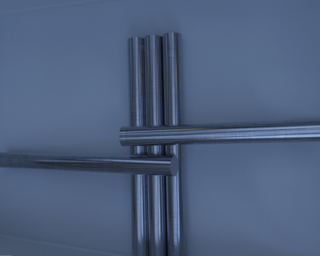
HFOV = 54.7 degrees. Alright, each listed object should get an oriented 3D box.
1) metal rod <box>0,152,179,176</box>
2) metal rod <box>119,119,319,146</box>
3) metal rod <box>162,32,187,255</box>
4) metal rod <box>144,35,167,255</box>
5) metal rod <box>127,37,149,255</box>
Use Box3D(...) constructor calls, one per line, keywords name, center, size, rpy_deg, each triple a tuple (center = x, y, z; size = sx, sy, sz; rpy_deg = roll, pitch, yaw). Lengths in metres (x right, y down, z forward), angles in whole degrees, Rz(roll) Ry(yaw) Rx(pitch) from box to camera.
Box3D(name="metal rod", center=(-0.119, 0.048, 0.432), size=(0.301, 0.025, 0.025), rpy_deg=(-1, 90, 25))
Box3D(name="metal rod", center=(0.100, 0.005, 0.355), size=(0.301, 0.025, 0.025), rpy_deg=(-2, 89, 13))
Box3D(name="metal rod", center=(0.019, 0.028, 0.402), size=(0.025, 0.025, 0.298), rpy_deg=(-2, 89, 19))
Box3D(name="metal rod", center=(-0.005, 0.029, 0.410), size=(0.025, 0.025, 0.298), rpy_deg=(-2, 89, 19))
Box3D(name="metal rod", center=(-0.028, 0.030, 0.418), size=(0.025, 0.025, 0.298), rpy_deg=(-2, 89, 19))
